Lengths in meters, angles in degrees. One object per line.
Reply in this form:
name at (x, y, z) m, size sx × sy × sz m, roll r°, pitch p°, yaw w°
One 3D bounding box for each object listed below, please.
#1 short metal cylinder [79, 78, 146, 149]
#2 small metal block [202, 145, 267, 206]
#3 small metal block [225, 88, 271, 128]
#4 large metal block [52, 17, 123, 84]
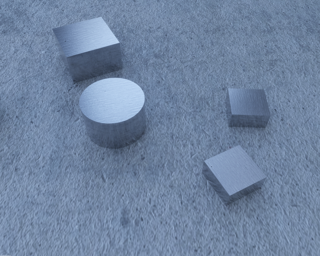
short metal cylinder at (-0.059, -0.020, 0.403) m, size 0.081 × 0.050 × 0.080 m, roll 0°, pitch 50°, yaw 0°
small metal block at (0.085, 0.054, 0.359) m, size 0.050 × 0.025 × 0.050 m, roll -22°, pitch 54°, yaw -18°
small metal block at (0.120, -0.028, 0.428) m, size 0.050 × 0.025 × 0.050 m, roll 2°, pitch 50°, yaw 1°
large metal block at (-0.114, -0.125, 0.491) m, size 0.081 × 0.050 × 0.080 m, roll -21°, pitch 53°, yaw -17°
